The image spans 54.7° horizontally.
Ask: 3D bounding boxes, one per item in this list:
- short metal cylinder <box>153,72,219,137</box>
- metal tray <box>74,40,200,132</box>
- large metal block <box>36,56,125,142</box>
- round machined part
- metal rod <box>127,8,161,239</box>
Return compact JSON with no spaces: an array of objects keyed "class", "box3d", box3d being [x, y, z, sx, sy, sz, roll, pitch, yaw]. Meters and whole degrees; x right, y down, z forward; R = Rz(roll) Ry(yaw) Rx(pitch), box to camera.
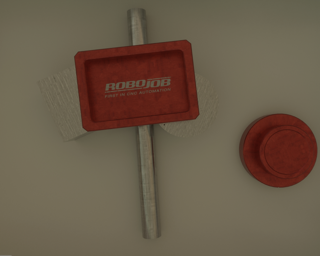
[{"class":"short metal cylinder","box3d":[0.031,-0.028,0.399,0.081,0.050,0.079,0,90,-1]},{"class":"metal tray","box3d":[-0.026,-0.047,0.358,0.131,0.030,0.089,-7,90,-1]},{"class":"large metal block","box3d":[-0.096,-0.035,0.398,0.080,0.050,0.080,-24,90,-1]},{"class":"round machined part","box3d":[0.158,0.030,0.405,0.099,0.042,0.097,0,90,-1]},{"class":"metal rod","box3d":[-0.021,-0.006,0.411,0.025,0.025,0.298,-4,90,-1]}]
